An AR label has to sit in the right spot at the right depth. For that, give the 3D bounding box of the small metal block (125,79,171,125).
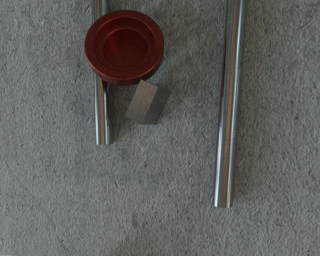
[{"bbox_3d":[-0.014,-0.032,0.401,0.025,0.050,0.050,27,99,18],"label":"small metal block"}]

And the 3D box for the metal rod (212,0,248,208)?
[{"bbox_3d":[0.087,-0.054,0.378,0.025,0.025,0.298,4,91,20],"label":"metal rod"}]

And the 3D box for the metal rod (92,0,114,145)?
[{"bbox_3d":[-0.082,-0.126,0.438,0.025,0.025,0.298,-2,89,20],"label":"metal rod"}]

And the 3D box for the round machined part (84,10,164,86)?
[{"bbox_3d":[-0.044,-0.099,0.403,0.099,0.042,0.098,0,75,0],"label":"round machined part"}]
